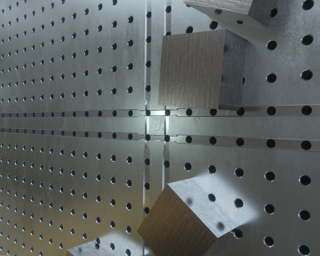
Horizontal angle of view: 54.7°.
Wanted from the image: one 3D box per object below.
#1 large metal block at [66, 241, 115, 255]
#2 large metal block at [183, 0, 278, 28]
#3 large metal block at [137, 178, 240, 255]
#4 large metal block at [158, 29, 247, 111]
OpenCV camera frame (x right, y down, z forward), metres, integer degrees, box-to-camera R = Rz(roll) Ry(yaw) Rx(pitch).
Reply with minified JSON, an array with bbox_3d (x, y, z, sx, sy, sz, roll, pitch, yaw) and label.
[{"bbox_3d":[-0.103,0.234,0.476,0.080,0.050,0.079,15,100,38],"label":"large metal block"},{"bbox_3d":[0.082,-0.159,0.325,0.080,0.050,0.079,28,107,36],"label":"large metal block"},{"bbox_3d":[0.031,0.119,0.366,0.080,0.050,0.080,44,116,31],"label":"large metal block"},{"bbox_3d":[0.047,-0.062,0.353,0.080,0.050,0.079,7,95,39],"label":"large metal block"}]
